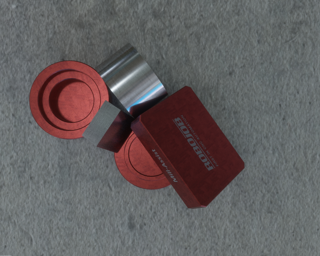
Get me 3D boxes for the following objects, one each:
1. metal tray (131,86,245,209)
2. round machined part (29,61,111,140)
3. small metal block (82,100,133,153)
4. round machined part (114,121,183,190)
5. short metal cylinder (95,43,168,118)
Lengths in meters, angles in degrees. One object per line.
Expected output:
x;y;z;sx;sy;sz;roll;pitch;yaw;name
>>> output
0.037;0.022;0.387;0.091;0.030;0.130;-36;90;-32;metal tray
-0.111;-0.035;0.401;0.099;0.042;0.097;0;90;-1;round machined part
-0.060;0.000;0.380;0.025;0.050;0.050;33;90;24;small metal block
-0.011;0.032;0.402;0.099;0.042;0.097;0;90;-1;round machined part
-0.035;-0.057;0.384;0.050;0.080;0.080;-38;90;0;short metal cylinder
